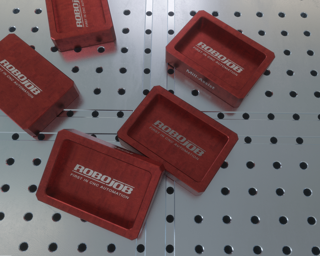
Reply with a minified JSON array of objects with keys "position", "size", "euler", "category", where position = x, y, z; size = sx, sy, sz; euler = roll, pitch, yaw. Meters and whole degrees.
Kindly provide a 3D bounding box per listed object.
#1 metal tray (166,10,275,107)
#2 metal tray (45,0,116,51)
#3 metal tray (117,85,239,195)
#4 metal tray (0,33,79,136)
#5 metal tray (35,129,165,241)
[{"position":[0.084,-0.102,0.446],"size":[0.130,0.030,0.090],"euler":[36,74,12],"category":"metal tray"},{"position":[-0.125,-0.188,0.476],"size":[0.091,0.030,0.130],"euler":[-13,71,-5],"category":"metal tray"},{"position":[0.022,0.014,0.403],"size":[0.130,0.030,0.090],"euler":[33,73,11],"category":"metal tray"},{"position":[-0.191,-0.062,0.431],"size":[0.130,0.030,0.090],"euler":[38,74,13],"category":"metal tray"},{"position":[-0.070,0.064,0.368],"size":[0.130,0.030,0.090],"euler":[21,93,7],"category":"metal tray"}]
